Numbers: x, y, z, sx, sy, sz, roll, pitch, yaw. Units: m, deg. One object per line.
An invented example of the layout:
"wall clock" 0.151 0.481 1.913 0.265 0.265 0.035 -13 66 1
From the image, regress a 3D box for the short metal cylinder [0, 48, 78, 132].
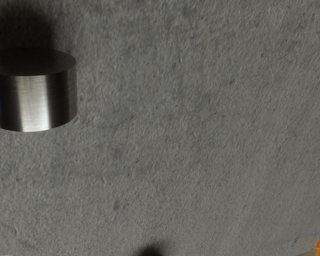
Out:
"short metal cylinder" -0.118 -0.038 0.284 0.081 0.080 0.050 -8 122 -25
